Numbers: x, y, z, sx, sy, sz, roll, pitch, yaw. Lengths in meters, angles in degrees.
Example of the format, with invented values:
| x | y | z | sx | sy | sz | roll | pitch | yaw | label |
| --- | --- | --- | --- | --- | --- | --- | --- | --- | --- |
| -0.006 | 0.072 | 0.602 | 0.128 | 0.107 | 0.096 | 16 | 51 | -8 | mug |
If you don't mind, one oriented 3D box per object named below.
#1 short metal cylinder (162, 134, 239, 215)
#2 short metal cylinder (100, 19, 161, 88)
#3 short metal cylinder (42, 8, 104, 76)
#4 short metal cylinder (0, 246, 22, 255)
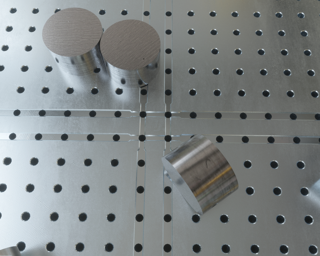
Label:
| x | y | z | sx | sy | sz | roll | pitch | yaw | label |
| --- | --- | --- | --- | --- | --- | --- | --- | --- | --- |
| 0.045 | 0.054 | 0.363 | 0.050 | 0.080 | 0.080 | -33 | 74 | -11 | short metal cylinder |
| -0.040 | -0.104 | 0.436 | 0.081 | 0.050 | 0.080 | 0 | 70 | -1 | short metal cylinder |
| -0.119 | -0.122 | 0.442 | 0.081 | 0.050 | 0.080 | 0 | 70 | 0 | short metal cylinder |
| -0.178 | 0.167 | 0.319 | 0.080 | 0.080 | 0.050 | -30 | 73 | -11 | short metal cylinder |
